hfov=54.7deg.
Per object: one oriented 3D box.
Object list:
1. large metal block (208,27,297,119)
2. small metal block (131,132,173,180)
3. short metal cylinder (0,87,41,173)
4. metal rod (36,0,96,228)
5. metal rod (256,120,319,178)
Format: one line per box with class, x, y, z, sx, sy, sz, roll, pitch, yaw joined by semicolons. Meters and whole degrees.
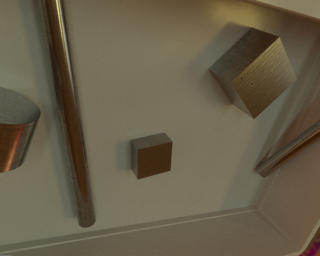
large metal block;0.126;-0.073;0.419;0.080;0.050;0.080;-44;130;2
small metal block;-0.012;0.038;0.427;0.050;0.025;0.050;-12;124;-22
short metal cylinder;-0.159;-0.002;0.285;0.081;0.080;0.050;13;112;-34
metal rod;-0.101;0.003;0.356;0.025;0.025;0.298;-13;124;-22
metal rod;0.260;-0.009;0.471;0.025;0.025;0.298;8;139;-33
